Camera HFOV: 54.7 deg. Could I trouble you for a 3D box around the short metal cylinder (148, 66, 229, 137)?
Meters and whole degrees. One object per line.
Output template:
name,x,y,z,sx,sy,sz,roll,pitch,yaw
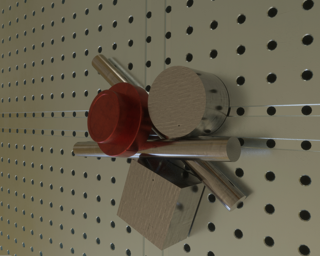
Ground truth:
short metal cylinder,0.033,-0.029,0.363,0.080,0.050,0.079,0,90,39

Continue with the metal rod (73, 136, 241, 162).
metal rod,-0.031,0.028,0.409,0.300,0.025,0.025,-4,88,47

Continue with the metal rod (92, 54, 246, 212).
metal rod,-0.005,-0.011,0.412,0.300,0.025,0.025,46,117,30

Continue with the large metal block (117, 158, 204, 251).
large metal block,-0.001,0.089,0.389,0.080,0.050,0.079,25,106,37

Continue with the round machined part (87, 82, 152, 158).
round machined part,-0.057,-0.012,0.400,0.098,0.042,0.098,-12,73,43
